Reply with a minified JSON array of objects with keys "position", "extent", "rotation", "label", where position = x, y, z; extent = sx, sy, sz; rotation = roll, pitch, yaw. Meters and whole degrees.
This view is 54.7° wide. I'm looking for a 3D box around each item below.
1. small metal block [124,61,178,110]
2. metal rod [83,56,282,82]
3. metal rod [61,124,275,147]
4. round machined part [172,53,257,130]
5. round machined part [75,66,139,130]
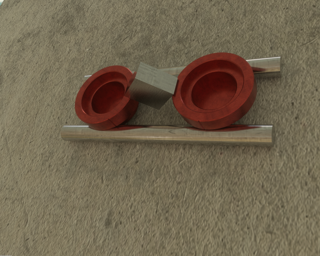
[{"position":[-0.012,-0.052,0.394],"extent":[0.050,0.050,0.025],"rotation":[138,150,-61],"label":"small metal block"},{"position":[0.013,-0.075,0.443],"extent":[0.300,0.025,0.025],"rotation":[0,62,28],"label":"metal rod"},{"position":[-0.010,0.008,0.405],"extent":[0.300,0.025,0.025],"rotation":[0,62,28],"label":"metal rod"},{"position":[0.068,-0.040,0.377],"extent":[0.098,0.042,0.098],"rotation":[-13,56,21],"label":"round machined part"},{"position":[-0.070,-0.039,0.450],"extent":[0.098,0.042,0.098],"rotation":[-13,56,21],"label":"round machined part"}]
